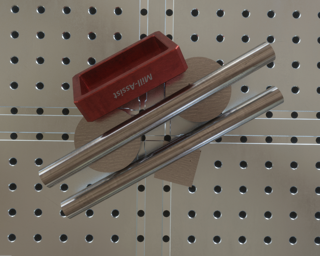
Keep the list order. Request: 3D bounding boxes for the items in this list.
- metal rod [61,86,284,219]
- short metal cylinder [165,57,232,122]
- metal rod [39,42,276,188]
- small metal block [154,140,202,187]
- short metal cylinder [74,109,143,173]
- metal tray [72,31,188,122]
[{"bbox_3d":[0.016,0.030,0.387,0.301,0.025,0.025,-29,90,-1],"label":"metal rod"},{"bbox_3d":[0.047,-0.047,0.402,0.081,0.050,0.079,0,90,-1],"label":"short metal cylinder"},{"bbox_3d":[-0.003,-0.016,0.362,0.301,0.025,0.025,-30,90,-1],"label":"metal rod"},{"bbox_3d":[0.023,0.046,0.413,0.050,0.025,0.050,15,90,-1],"label":"small metal block"},{"bbox_3d":[-0.064,0.014,0.400,0.081,0.050,0.079,0,90,-1],"label":"short metal cylinder"},{"bbox_3d":[-0.041,-0.067,0.379,0.130,0.090,0.030,-29,122,-1],"label":"metal tray"}]
